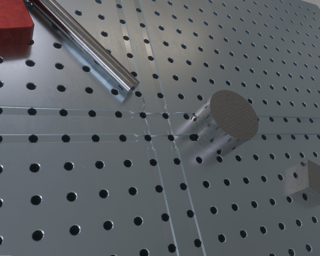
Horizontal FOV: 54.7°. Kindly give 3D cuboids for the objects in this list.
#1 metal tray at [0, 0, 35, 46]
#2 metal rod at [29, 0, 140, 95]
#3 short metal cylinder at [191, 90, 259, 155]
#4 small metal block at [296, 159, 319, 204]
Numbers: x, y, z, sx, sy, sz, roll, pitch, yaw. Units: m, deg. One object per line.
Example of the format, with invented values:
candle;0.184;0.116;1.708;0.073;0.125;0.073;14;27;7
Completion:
metal tray;-0.230;-0.139;0.365;0.131;0.030;0.090;-18;71;-35
metal rod;-0.144;-0.158;0.427;0.300;0.025;0.025;44;51;2
short metal cylinder;0.093;-0.008;0.447;0.081;0.050;0.080;14;56;-21
small metal block;0.243;0.085;0.487;0.050;0.025;0.050;26;52;-12
